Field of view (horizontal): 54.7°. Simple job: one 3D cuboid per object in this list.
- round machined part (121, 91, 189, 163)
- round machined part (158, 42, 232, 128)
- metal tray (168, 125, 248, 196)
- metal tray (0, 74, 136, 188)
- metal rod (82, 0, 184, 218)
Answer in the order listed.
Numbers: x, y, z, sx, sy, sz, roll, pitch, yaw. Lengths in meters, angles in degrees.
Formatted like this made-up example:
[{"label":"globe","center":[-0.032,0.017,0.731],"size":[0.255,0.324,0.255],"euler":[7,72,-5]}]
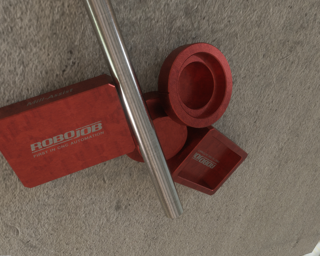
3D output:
[{"label":"round machined part","center":[-0.004,0.005,0.399],"size":[0.099,0.042,0.097],"euler":[-14,124,-21]},{"label":"round machined part","center":[0.037,-0.051,0.373],"size":[0.099,0.042,0.097],"euler":[-6,100,-34]},{"label":"metal tray","center":[0.068,0.047,0.457],"size":[0.090,0.030,0.130],"euler":[-51,139,8]},{"label":"metal tray","center":[-0.101,0.004,0.338],"size":[0.131,0.030,0.090],"euler":[-20,124,-6]},{"label":"metal rod","center":[-0.026,-0.022,0.337],"size":[0.025,0.025,0.298],"euler":[-25,114,-13]}]
